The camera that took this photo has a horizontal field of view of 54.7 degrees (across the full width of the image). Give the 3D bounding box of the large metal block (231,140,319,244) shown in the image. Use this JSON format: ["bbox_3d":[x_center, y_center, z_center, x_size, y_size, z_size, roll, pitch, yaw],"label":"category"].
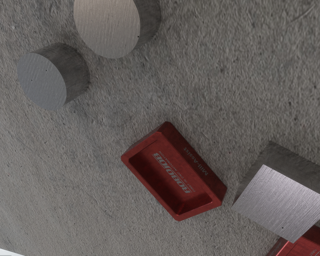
[{"bbox_3d":[0.142,0.074,0.362,0.080,0.050,0.079,29,128,10],"label":"large metal block"}]

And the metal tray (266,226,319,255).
[{"bbox_3d":[0.196,0.189,0.417,0.090,0.030,0.129,25,127,12],"label":"metal tray"}]

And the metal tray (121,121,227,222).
[{"bbox_3d":[0.018,0.064,0.433,0.130,0.030,0.090,49,129,-7],"label":"metal tray"}]

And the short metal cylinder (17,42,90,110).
[{"bbox_3d":[-0.144,-0.071,0.423,0.080,0.050,0.079,13,124,21],"label":"short metal cylinder"}]

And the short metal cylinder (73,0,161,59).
[{"bbox_3d":[-0.046,-0.122,0.339,0.080,0.050,0.079,13,124,21],"label":"short metal cylinder"}]
